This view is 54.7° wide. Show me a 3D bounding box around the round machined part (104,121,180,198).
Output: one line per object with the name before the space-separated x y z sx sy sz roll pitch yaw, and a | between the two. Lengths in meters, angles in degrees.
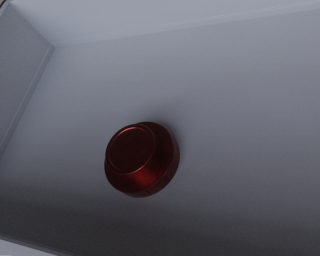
round machined part | -0.029 0.034 0.388 0.098 0.042 0.098 -13 56 20
